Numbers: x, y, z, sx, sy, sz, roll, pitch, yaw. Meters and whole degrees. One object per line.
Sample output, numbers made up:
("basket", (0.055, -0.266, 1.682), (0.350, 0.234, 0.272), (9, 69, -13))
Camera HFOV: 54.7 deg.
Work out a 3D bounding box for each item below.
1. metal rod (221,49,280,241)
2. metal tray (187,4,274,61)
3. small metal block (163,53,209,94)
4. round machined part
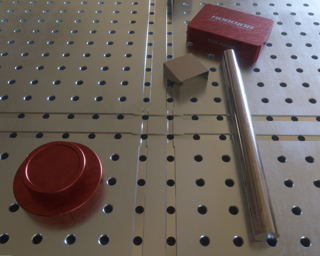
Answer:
("metal rod", (0.111, -0.004, 0.411), (0.025, 0.025, 0.300), (1, 50, 0))
("metal tray", (0.124, -0.174, 0.551), (0.130, 0.030, 0.090), (22, 53, 17))
("small metal block", (0.039, -0.085, 0.479), (0.050, 0.025, 0.050), (-23, 54, -18))
("round machined part", (-0.115, 0.054, 0.351), (0.099, 0.042, 0.098), (0, 50, 0))
